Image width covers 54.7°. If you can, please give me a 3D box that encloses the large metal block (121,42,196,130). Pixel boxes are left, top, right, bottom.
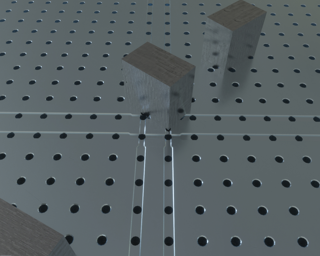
[{"bbox_3d":[-0.003,-0.057,0.420,0.080,0.080,0.050,33,57,24],"label":"large metal block"}]

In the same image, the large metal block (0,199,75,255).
[{"bbox_3d":[-0.141,0.124,0.285,0.080,0.050,0.080,23,53,17],"label":"large metal block"}]

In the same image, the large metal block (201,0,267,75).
[{"bbox_3d":[0.116,-0.145,0.496,0.080,0.080,0.050,-34,58,-25],"label":"large metal block"}]
